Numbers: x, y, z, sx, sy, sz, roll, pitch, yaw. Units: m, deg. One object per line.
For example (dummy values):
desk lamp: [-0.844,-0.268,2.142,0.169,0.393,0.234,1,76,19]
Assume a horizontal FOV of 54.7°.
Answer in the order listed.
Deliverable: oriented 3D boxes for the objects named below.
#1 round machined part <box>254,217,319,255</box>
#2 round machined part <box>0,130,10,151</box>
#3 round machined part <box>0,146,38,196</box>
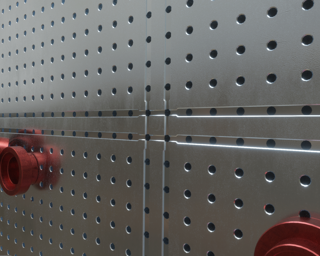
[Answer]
round machined part: [0.134,0.137,0.287,0.098,0.042,0.097,0,90,39]
round machined part: [-0.356,0.052,0.672,0.098,0.042,0.098,-34,49,53]
round machined part: [-0.284,0.085,0.628,0.098,0.042,0.097,1,91,38]
